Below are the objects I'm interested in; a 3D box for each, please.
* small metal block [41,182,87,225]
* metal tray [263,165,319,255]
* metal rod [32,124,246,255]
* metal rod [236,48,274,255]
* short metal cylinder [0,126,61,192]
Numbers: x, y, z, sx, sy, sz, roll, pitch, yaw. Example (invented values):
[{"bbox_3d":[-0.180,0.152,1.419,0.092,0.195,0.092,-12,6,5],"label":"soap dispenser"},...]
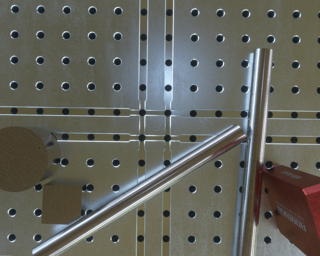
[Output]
[{"bbox_3d":[-0.127,0.100,0.412,0.050,0.025,0.050,3,90,-1],"label":"small metal block"},{"bbox_3d":[0.167,0.098,0.363,0.030,0.130,0.090,-17,90,0],"label":"metal tray"},{"bbox_3d":[-0.021,0.082,0.398,0.301,0.025,0.025,-31,90,-6],"label":"metal rod"},{"bbox_3d":[0.126,0.045,0.415,0.025,0.025,0.298,5,90,-1],"label":"metal rod"},{"bbox_3d":[-0.176,0.038,0.399,0.081,0.050,0.079,0,90,-1],"label":"short metal cylinder"}]
